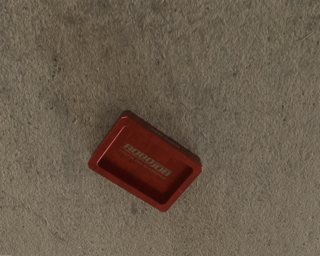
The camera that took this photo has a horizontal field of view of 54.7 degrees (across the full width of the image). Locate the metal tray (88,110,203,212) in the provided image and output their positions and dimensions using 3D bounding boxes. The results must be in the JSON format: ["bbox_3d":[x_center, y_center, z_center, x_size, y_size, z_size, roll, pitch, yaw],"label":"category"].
[{"bbox_3d":[-0.019,0.047,0.426,0.130,0.030,0.090,34,106,-12],"label":"metal tray"}]
